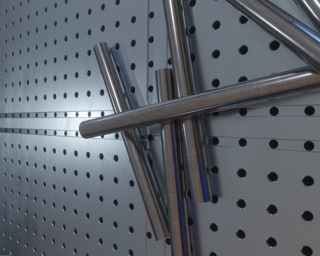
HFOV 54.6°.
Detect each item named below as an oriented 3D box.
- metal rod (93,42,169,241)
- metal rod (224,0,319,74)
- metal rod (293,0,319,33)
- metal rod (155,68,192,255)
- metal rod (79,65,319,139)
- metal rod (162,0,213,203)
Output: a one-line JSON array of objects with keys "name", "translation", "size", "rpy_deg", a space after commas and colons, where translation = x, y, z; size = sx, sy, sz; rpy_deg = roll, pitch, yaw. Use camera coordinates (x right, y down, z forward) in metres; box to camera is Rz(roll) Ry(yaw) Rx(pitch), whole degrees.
[{"name": "metal rod", "translation": [-0.043, 0.008, 0.445], "size": [0.025, 0.025, 0.299], "rpy_deg": [-32, 70, 35]}, {"name": "metal rod", "translation": [0.098, -0.119, 0.311], "size": [0.025, 0.025, 0.300], "rpy_deg": [-54, 53, 26]}, {"name": "metal rod", "translation": [0.153, -0.097, 0.282], "size": [0.025, 0.025, 0.299], "rpy_deg": [-38, 67, 34]}, {"name": "metal rod", "translation": [0.019, 0.074, 0.394], "size": [0.025, 0.025, 0.299], "rpy_deg": [-9, 84, 40]}, {"name": "metal rod", "translation": [0.025, -0.023, 0.356], "size": [0.300, 0.025, 0.025], "rpy_deg": [-11, 83, 29]}, {"name": "metal rod", "translation": [0.030, -0.060, 0.385], "size": [0.025, 0.025, 0.299], "rpy_deg": [-13, 82, 39]}]
